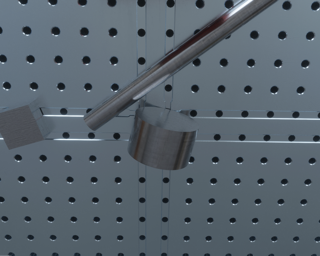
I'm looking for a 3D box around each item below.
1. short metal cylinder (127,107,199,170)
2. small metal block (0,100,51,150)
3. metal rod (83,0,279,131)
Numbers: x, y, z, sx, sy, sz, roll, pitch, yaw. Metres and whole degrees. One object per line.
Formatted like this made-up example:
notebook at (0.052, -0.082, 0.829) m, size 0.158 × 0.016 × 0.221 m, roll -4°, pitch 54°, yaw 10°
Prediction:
short metal cylinder at (0.004, 0.011, 0.388) m, size 0.081 × 0.080 × 0.050 m, roll 12°, pitch 110°, yaw -5°
small metal block at (-0.182, -0.004, 0.409) m, size 0.050 × 0.025 × 0.050 m, roll -16°, pitch 110°, yaw 5°
metal rod at (0.029, -0.089, 0.380) m, size 0.300 × 0.025 × 0.025 m, roll -34°, pitch 107°, yaw 11°
